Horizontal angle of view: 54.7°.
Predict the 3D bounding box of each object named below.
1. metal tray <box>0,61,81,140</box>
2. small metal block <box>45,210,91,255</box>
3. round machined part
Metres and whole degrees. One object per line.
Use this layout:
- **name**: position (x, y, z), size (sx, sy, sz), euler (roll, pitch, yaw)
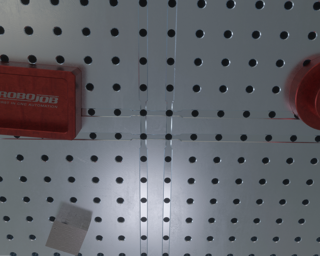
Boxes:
- **metal tray**: position (-0.170, -0.035, 0.395), size (0.131, 0.030, 0.089), euler (5, 110, -2)
- **small metal block**: position (-0.139, 0.160, 0.471), size (0.050, 0.025, 0.050), euler (21, 109, -8)
- **round machined part**: position (0.221, -0.041, 0.391), size (0.099, 0.042, 0.097), euler (0, 110, 0)
